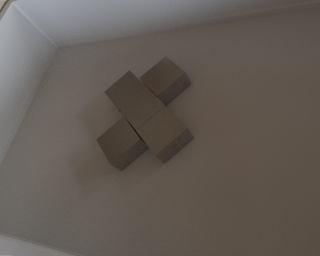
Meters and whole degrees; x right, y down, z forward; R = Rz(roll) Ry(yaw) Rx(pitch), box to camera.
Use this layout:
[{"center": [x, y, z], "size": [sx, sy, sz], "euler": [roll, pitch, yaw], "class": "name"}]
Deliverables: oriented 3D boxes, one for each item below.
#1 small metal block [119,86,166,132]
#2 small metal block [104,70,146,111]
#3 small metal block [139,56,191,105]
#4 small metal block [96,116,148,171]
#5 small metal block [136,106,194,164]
[{"center": [-0.020, -0.022, 0.426], "size": [0.050, 0.025, 0.050], "euler": [-41, 51, 0], "class": "small metal block"}, {"center": [-0.046, -0.050, 0.458], "size": [0.050, 0.025, 0.050], "euler": [-41, 51, 0], "class": "small metal block"}, {"center": [0.007, -0.067, 0.441], "size": [0.050, 0.025, 0.050], "euler": [-40, 51, -1], "class": "small metal block"}, {"center": [-0.051, 0.021, 0.418], "size": [0.050, 0.025, 0.050], "euler": [-41, 51, 1], "class": "small metal block"}, {"center": [0.006, 0.008, 0.395], "size": [0.050, 0.025, 0.050], "euler": [-41, 51, 0], "class": "small metal block"}]
